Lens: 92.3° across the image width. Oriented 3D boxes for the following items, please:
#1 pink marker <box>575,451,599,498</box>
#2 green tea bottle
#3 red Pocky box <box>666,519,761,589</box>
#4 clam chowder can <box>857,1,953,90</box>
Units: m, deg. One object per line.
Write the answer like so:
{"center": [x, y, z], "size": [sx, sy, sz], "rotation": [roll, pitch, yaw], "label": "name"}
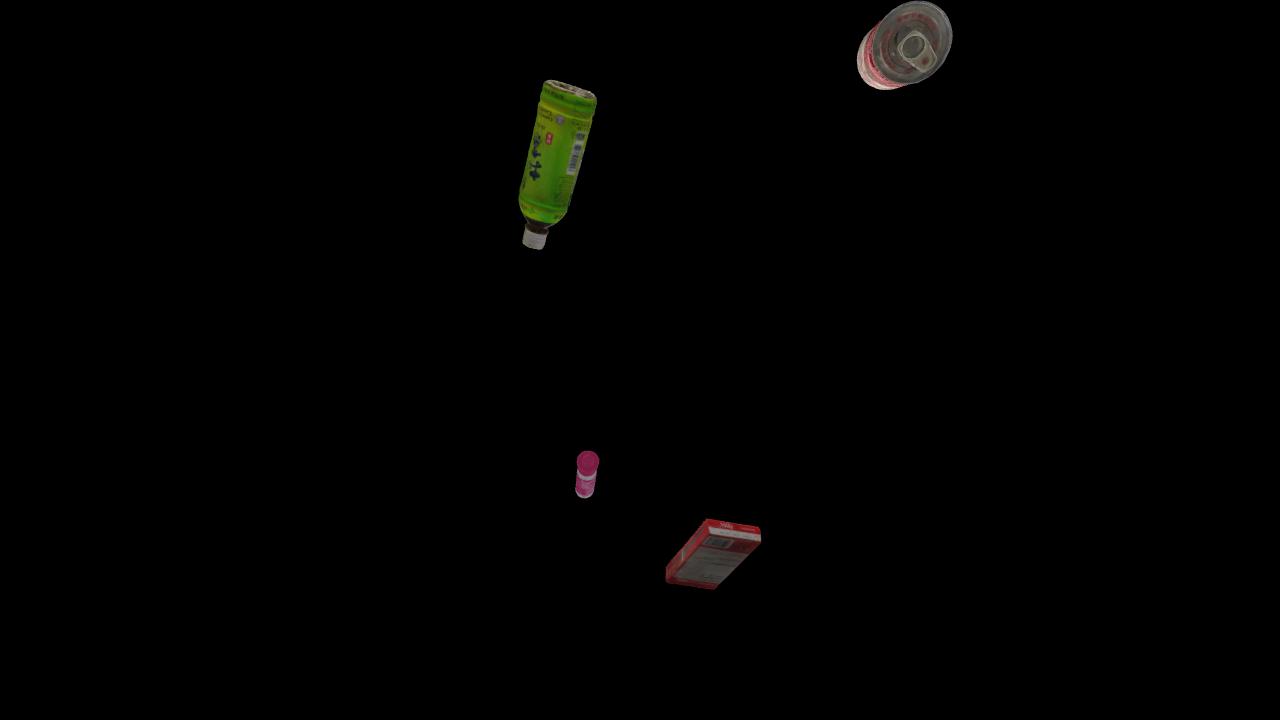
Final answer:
{"center": [-0.049, 0.105, 0.558], "size": [0.020, 0.020, 0.121], "rotation": [0, -23, -6], "label": "pink marker"}
{"center": [-0.115, -0.246, 0.803], "size": [0.073, 0.212, 0.073], "rotation": [15, 26, -8], "label": "green tea bottle"}
{"center": [0.101, 0.280, 0.882], "size": [0.083, 0.028, 0.155], "rotation": [13, -47, -16], "label": "red Pocky box"}
{"center": [0.251, -0.300, 0.594], "size": [0.068, 0.068, 0.102], "rotation": [0, 20, 11], "label": "clam chowder can"}
